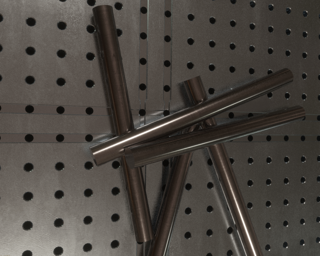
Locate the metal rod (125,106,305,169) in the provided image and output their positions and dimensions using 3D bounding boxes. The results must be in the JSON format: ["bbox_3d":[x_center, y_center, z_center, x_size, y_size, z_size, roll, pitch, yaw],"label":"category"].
[{"bbox_3d":[0.094,0.005,0.423,0.303,0.025,0.025,-13,95,-30],"label":"metal rod"}]

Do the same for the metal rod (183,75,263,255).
[{"bbox_3d":[0.096,0.069,0.449,0.025,0.025,0.298,-23,98,-19],"label":"metal rod"}]

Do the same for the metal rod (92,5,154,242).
[{"bbox_3d":[-0.046,-0.002,0.396,0.025,0.025,0.298,-11,94,-20],"label":"metal rod"}]

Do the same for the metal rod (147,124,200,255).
[{"bbox_3d":[0.005,0.138,0.415,0.025,0.025,0.299,17,84,-20],"label":"metal rod"}]

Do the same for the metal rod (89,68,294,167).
[{"bbox_3d":[0.055,-0.021,0.406,0.302,0.025,0.025,-23,98,-19],"label":"metal rod"}]
